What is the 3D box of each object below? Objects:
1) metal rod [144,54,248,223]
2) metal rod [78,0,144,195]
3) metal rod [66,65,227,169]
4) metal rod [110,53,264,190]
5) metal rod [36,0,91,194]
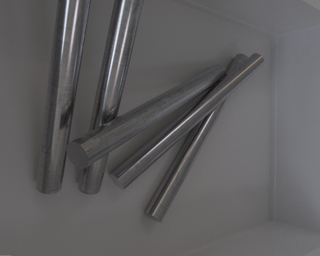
[{"bbox_3d":[0.064,0.000,0.460,0.025,0.025,0.300,48,62,-30],"label":"metal rod"},{"bbox_3d":[-0.040,-0.067,0.290,0.025,0.025,0.298,-3,118,-40],"label":"metal rod"},{"bbox_3d":[0.012,-0.032,0.370,0.302,0.025,0.025,-34,112,-50],"label":"metal rod"},{"bbox_3d":[0.053,-0.023,0.431,0.302,0.025,0.025,-40,115,-26],"label":"metal rod"},{"bbox_3d":[-0.076,-0.073,0.259,0.025,0.025,0.298,-4,119,-40],"label":"metal rod"}]
